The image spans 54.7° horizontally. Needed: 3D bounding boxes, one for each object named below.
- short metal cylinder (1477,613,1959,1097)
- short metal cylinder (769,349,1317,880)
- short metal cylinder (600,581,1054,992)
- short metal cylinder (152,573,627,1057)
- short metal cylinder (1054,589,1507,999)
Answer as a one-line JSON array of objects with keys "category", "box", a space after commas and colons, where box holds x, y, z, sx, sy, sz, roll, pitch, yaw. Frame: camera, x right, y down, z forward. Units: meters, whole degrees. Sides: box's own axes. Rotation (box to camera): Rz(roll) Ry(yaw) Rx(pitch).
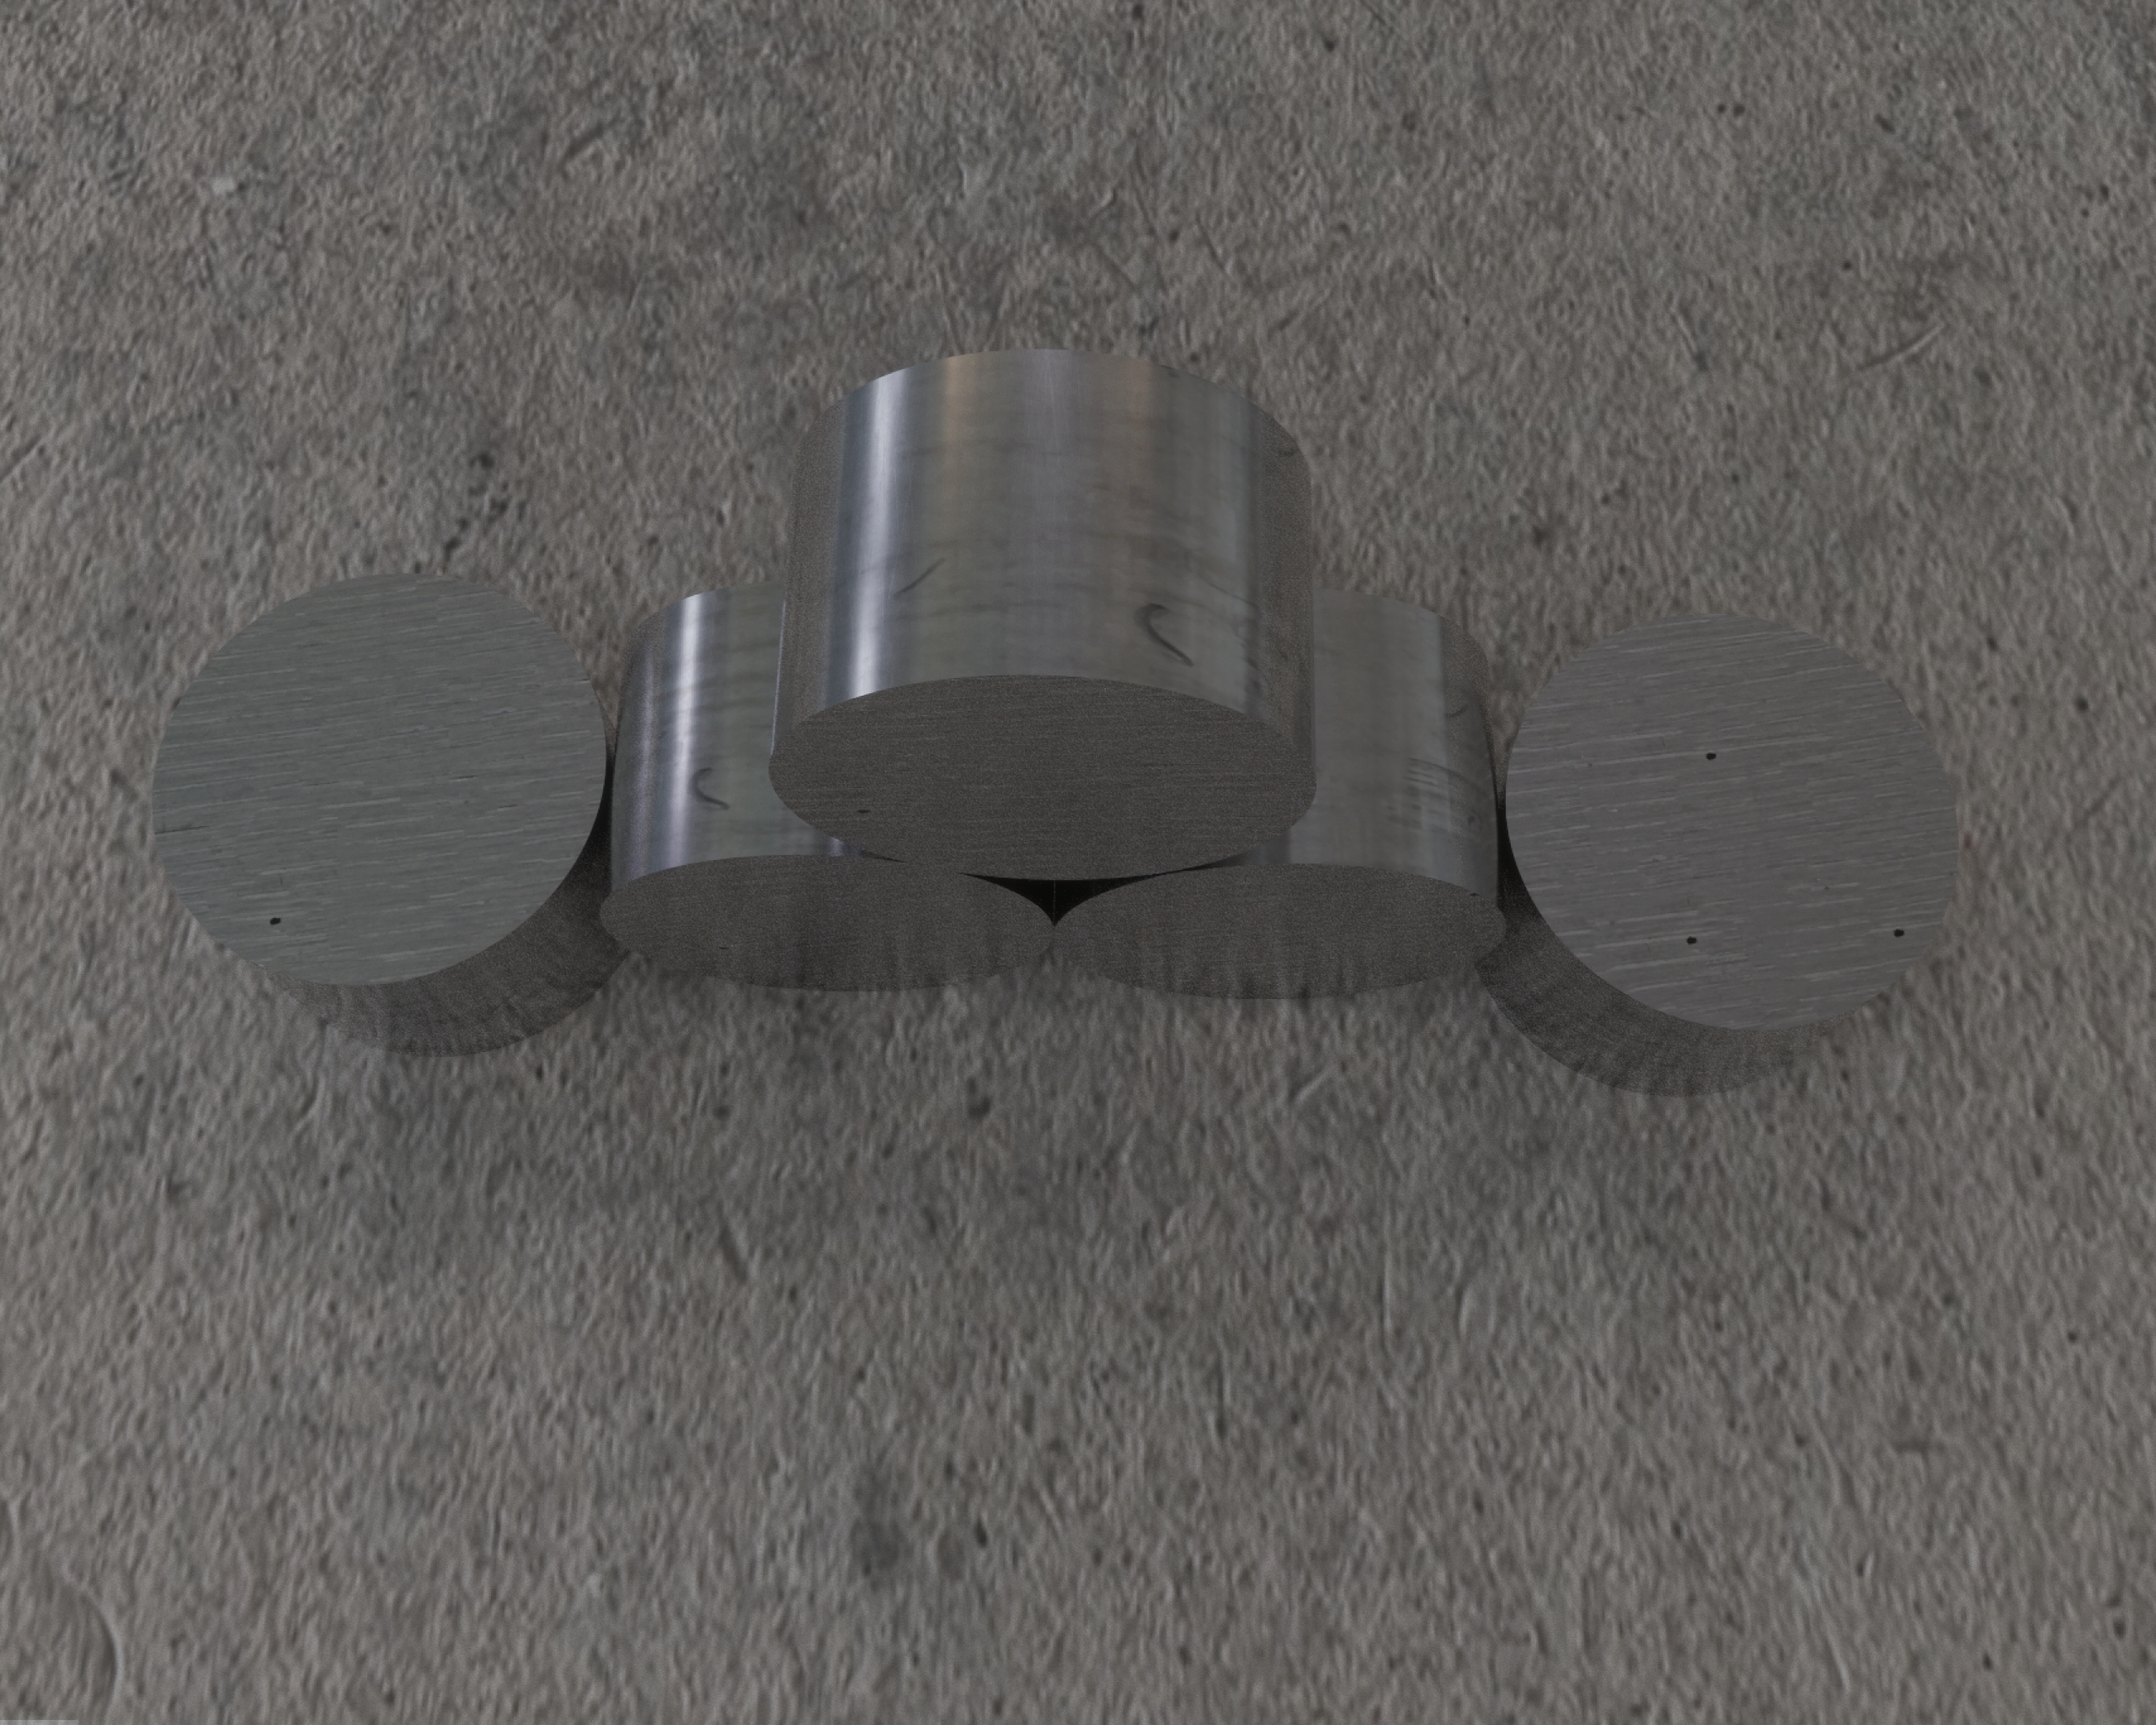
[{"category": "short metal cylinder", "box": [0.117, 0.000, 0.396, 0.081, 0.050, 0.080, 0, 70, 0]}, {"category": "short metal cylinder", "box": [-0.005, -0.034, 0.317, 0.080, 0.080, 0.050, 1, 70, 0]}, {"category": "short metal cylinder", "box": [-0.044, -0.011, 0.383, 0.081, 0.080, 0.050, 0, 70, 0]}, {"category": "short metal cylinder", "box": [-0.125, -0.008, 0.397, 0.081, 0.050, 0.080, 0, 70, 0]}, {"category": "short metal cylinder", "box": [0.036, -0.010, 0.383, 0.081, 0.080, 0.050, 0, 70, 0]}]
